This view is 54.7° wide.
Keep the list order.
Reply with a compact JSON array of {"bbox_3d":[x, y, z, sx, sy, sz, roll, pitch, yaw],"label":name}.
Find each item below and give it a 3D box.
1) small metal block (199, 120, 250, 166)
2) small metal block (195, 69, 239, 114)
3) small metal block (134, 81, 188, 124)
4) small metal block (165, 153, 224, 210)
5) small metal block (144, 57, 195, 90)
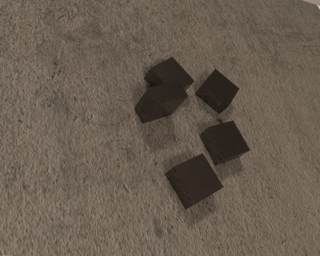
[{"bbox_3d":[0.092,0.021,0.443,0.050,0.025,0.050,-13,69,-34],"label":"small metal block"},{"bbox_3d":[0.091,-0.058,0.491,0.050,0.025,0.050,40,51,-2],"label":"small metal block"},{"bbox_3d":[0.001,-0.034,0.411,0.050,0.050,0.025,-18,72,-35],"label":"small metal block"},{"bbox_3d":[0.043,0.066,0.389,0.050,0.025,0.050,-20,73,-36],"label":"small metal block"},{"bbox_3d":[0.014,-0.071,0.457,0.050,0.025,0.050,49,51,6],"label":"small metal block"}]
